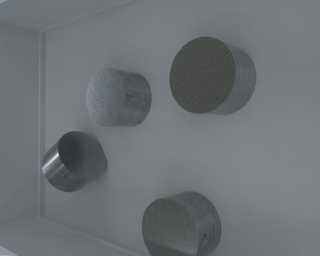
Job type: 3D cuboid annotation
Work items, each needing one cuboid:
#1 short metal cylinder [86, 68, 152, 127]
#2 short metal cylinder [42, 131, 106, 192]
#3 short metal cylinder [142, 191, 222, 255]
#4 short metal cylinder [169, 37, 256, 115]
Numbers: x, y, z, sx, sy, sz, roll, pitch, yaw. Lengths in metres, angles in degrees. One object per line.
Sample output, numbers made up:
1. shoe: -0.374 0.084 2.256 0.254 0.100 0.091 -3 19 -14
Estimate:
1. short metal cylinder: -0.058 -0.042 0.437 0.080 0.050 0.079 0 90 39
2. short metal cylinder: -0.132 0.052 0.477 0.050 0.081 0.080 -38 67 33
3. short metal cylinder: 0.025 0.119 0.368 0.080 0.050 0.079 0 90 39
4. short metal cylinder: 0.058 -0.055 0.342 0.080 0.050 0.079 0 90 39
